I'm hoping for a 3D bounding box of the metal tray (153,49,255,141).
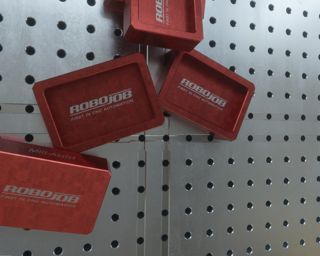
[{"bbox_3d":[0.062,-0.047,0.433,0.131,0.030,0.090,25,82,-19],"label":"metal tray"}]

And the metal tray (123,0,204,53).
[{"bbox_3d":[0.003,-0.164,0.379,0.091,0.030,0.129,4,75,-21],"label":"metal tray"}]

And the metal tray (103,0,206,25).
[{"bbox_3d":[-0.003,-0.194,0.409,0.131,0.030,0.089,6,88,-20],"label":"metal tray"}]

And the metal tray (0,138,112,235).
[{"bbox_3d":[-0.130,0.068,0.345,0.131,0.030,0.089,14,109,-20],"label":"metal tray"}]

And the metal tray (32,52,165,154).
[{"bbox_3d":[-0.070,-0.028,0.368,0.131,0.030,0.089,-18,97,-6],"label":"metal tray"}]
